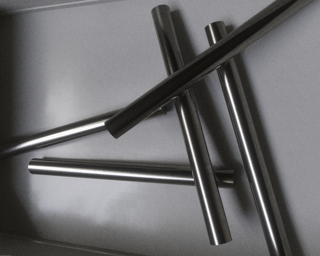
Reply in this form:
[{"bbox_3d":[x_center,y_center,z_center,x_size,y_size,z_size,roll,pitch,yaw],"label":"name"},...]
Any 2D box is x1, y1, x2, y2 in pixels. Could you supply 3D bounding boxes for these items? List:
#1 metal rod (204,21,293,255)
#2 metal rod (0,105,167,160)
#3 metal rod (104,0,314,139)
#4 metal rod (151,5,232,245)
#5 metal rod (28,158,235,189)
[{"bbox_3d":[0.106,0.016,0.372,0.025,0.025,0.298,-17,85,19],"label":"metal rod"},{"bbox_3d":[-0.133,0.007,0.455,0.301,0.025,0.025,-15,85,19],"label":"metal rod"},{"bbox_3d":[0.064,-0.083,0.357,0.300,0.025,0.025,-35,79,5],"label":"metal rod"},{"bbox_3d":[0.035,-0.014,0.379,0.025,0.025,0.299,-18,78,19],"label":"metal rod"},{"bbox_3d":[-0.051,0.060,0.427,0.301,0.025,0.025,1,90,19],"label":"metal rod"}]
